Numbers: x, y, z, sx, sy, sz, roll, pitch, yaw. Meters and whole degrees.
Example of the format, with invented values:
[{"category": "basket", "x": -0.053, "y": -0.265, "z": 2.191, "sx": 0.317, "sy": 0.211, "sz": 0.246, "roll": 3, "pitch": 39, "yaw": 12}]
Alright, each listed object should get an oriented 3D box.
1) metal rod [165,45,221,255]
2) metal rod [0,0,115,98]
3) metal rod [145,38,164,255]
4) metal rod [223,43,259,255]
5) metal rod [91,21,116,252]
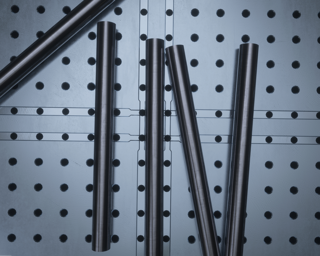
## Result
[{"category": "metal rod", "x": 0.045, "y": 0.039, "z": 0.414, "sx": 0.025, "sy": 0.025, "sz": 0.298, "roll": -10, "pitch": 90, "yaw": 0}, {"category": "metal rod", "x": -0.124, "y": -0.133, "z": 0.411, "sx": 0.300, "sy": 0.025, "sz": 0.025, "roll": -41, "pitch": 91, "yaw": -1}, {"category": "metal rod", "x": -0.007, "y": 0.033, "z": 0.413, "sx": 0.025, "sy": 0.025, "sz": 0.298, "roll": 0, "pitch": 90, "yaw": -1}, {"category": "metal rod", "x": 0.108, "y": 0.038, "z": 0.414, "sx": 0.025, "sy": 0.025, "sz": 0.298, "roll": 4, "pitch": 90, "yaw": -1}, {"category": "metal rod", "x": -0.075, "y": 0.011, "z": 0.412, "sx": 0.025, "sy": 0.025, "sz": 0.298, "roll": 1, "pitch": 90, "yaw": -1}]
